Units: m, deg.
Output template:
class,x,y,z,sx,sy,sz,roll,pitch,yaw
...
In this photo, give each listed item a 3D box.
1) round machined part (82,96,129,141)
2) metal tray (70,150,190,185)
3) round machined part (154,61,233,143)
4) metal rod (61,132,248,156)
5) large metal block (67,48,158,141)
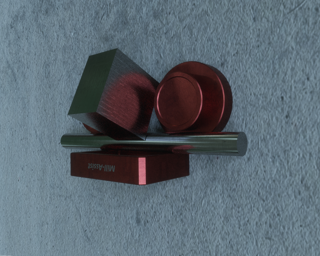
class,x,y,z,sx,sy,sz,roll,pitch,yaw
round machined part,-0.081,-0.027,0.458,0.098,0.042,0.097,0,90,39
metal tray,-0.040,0.046,0.394,0.130,0.091,0.030,-1,89,39
round machined part,0.032,-0.031,0.366,0.098,0.042,0.097,0,90,39
metal rod,-0.033,0.019,0.405,0.300,0.025,0.025,-1,89,39
large metal block,-0.052,-0.037,0.377,0.050,0.080,0.080,-3,65,39
